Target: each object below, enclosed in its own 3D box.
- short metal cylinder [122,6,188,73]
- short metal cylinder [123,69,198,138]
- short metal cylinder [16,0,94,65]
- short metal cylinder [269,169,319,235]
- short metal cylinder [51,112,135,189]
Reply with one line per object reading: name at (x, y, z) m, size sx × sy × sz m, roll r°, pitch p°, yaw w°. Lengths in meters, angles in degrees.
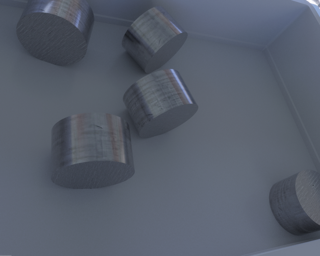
short metal cylinder at (-0.007, -0.125, 0.442) m, size 0.050 × 0.080 × 0.080 m, roll 49°, pitch 51°, yaw 6°
short metal cylinder at (0.001, -0.029, 0.388) m, size 0.081 × 0.080 × 0.050 m, roll -15°, pitch 70°, yaw -34°
short metal cylinder at (-0.125, -0.123, 0.378) m, size 0.081 × 0.080 × 0.050 m, roll 17°, pitch 55°, yaw -19°
short metal cylinder at (0.203, 0.105, 0.435) m, size 0.081 × 0.050 × 0.080 m, roll 14°, pitch 56°, yaw -21°
short metal cylinder at (-0.069, 0.026, 0.317) m, size 0.081 × 0.080 × 0.050 m, roll 4°, pitch 60°, yaw -26°
